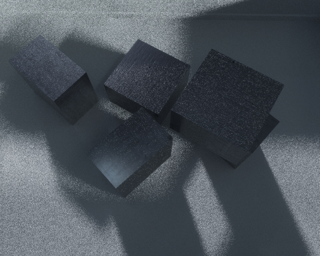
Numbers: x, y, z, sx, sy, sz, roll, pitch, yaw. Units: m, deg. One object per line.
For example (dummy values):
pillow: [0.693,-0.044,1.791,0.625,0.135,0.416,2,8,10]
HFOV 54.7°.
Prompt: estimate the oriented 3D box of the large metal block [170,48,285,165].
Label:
large metal block: [0.066,-0.021,0.319,0.080,0.050,0.080,30,73,10]

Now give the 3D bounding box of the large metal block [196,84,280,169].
large metal block: [0.086,-0.002,0.382,0.080,0.080,0.050,41,75,13]

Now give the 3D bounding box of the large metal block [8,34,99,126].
large metal block: [-0.133,-0.059,0.401,0.080,0.080,0.050,39,75,13]

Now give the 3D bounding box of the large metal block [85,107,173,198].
large metal block: [-0.032,0.032,0.368,0.080,0.080,0.050,-41,75,-13]

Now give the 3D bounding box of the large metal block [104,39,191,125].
large metal block: [-0.016,-0.059,0.418,0.080,0.050,0.080,30,73,10]
